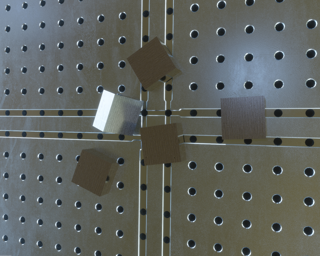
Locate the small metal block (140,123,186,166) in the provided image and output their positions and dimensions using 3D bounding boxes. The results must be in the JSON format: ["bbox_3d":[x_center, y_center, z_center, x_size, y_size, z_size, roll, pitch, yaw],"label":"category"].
[{"bbox_3d":[0.004,0.021,0.410,0.050,0.025,0.050,-8,87,19],"label":"small metal block"}]

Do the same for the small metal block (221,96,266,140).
[{"bbox_3d":[0.102,-0.012,0.377,0.050,0.025,0.050,-2,89,19],"label":"small metal block"}]

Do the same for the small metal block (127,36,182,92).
[{"bbox_3d":[-0.008,-0.085,0.415,0.050,0.025,0.050,-33,80,16],"label":"small metal block"}]

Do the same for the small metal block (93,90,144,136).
[{"bbox_3d":[-0.056,-0.019,0.415,0.025,0.050,0.050,24,99,42],"label":"small metal block"}]

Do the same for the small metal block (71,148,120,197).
[{"bbox_3d":[-0.092,0.063,0.444,0.050,0.025,0.050,23,97,18],"label":"small metal block"}]
